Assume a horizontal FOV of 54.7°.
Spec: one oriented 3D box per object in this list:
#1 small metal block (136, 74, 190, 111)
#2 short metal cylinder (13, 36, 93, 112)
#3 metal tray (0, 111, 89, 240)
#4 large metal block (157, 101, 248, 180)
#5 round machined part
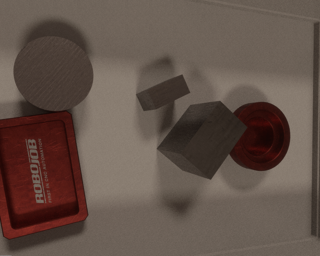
[{"bbox_3d":[0.003,-0.044,0.399,0.050,0.050,0.025,-27,99,-18],"label":"small metal block"},{"bbox_3d":[-0.120,-0.058,0.353,0.081,0.050,0.079,0,90,-21],"label":"short metal cylinder"},{"bbox_3d":[-0.139,0.050,0.356,0.091,0.030,0.129,-10,94,-20],"label":"metal tray"},{"bbox_3d":[0.051,0.014,0.402,0.050,0.080,0.080,41,77,-16],"label":"large metal block"},{"bbox_3d":[0.137,0.012,0.454,0.099,0.042,0.097,0,90,-21],"label":"round machined part"}]
